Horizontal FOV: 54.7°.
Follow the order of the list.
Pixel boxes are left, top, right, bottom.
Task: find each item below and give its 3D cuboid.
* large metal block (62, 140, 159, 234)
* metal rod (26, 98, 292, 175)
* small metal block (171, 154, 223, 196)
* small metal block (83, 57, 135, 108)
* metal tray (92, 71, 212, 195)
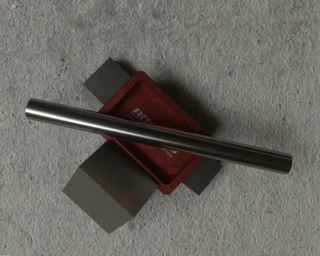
[{"bbox_3d":[-0.062,0.073,0.374,0.080,0.080,0.050,43,48,0],"label":"large metal block"},{"bbox_3d":[0.000,0.010,0.356,0.302,0.025,0.025,12,90,-1],"label":"metal rod"},{"bbox_3d":[0.046,0.053,0.411,0.050,0.025,0.050,39,90,-1],"label":"small metal block"},{"bbox_3d":[-0.064,-0.057,0.410,0.050,0.025,0.050,45,90,-1],"label":"small metal block"},{"bbox_3d":[-0.008,0.006,0.383,0.130,0.030,0.090,44,90,-1],"label":"metal tray"}]
